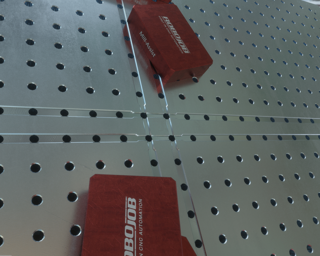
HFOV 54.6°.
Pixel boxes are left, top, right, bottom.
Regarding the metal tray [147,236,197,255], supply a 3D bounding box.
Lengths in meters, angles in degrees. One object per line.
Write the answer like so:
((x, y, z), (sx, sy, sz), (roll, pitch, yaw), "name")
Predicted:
((0.019, 0.186, 0.301), (0.091, 0.030, 0.130), (-22, 73, -36), "metal tray")

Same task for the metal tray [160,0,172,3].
((-0.036, -0.285, 0.559), (0.131, 0.030, 0.090), (10, 58, -23), "metal tray")

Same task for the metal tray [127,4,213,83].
((0.016, -0.140, 0.498), (0.091, 0.030, 0.130), (-19, 72, -35), "metal tray")

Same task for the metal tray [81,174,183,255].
((-0.027, 0.109, 0.296), (0.091, 0.030, 0.130), (4, 49, -9), "metal tray")
